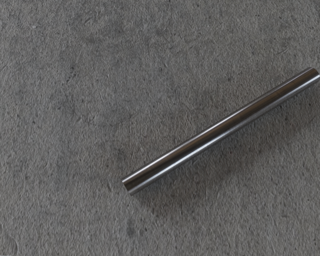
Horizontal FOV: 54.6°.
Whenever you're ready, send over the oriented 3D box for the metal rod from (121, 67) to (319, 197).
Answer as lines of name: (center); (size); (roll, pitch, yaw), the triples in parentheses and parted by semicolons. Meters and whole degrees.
metal rod: (0.087, -0.001, 0.408); (0.301, 0.025, 0.025); (-30, 73, -11)
